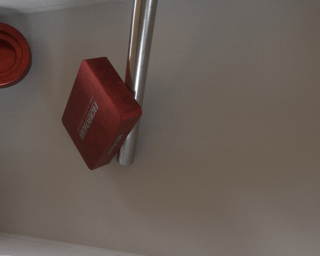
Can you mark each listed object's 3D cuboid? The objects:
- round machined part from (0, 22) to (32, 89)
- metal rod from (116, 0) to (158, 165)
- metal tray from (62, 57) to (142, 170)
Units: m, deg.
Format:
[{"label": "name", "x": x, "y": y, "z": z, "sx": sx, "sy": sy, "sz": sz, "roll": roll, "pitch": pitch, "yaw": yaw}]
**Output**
[{"label": "round machined part", "x": -0.247, "y": -0.107, "z": 0.470, "sx": 0.099, "sy": 0.042, "sz": 0.097, "roll": 2, "pitch": 82, "yaw": -15}, {"label": "metal rod", "x": -0.024, "y": -0.080, "z": 0.349, "sx": 0.025, "sy": 0.025, "sz": 0.298, "roll": 23, "pitch": 124, "yaw": 18}, {"label": "metal tray", "x": -0.080, "y": -0.015, "z": 0.396, "sx": 0.090, "sy": 0.030, "sz": 0.129, "roll": 56, "pitch": 139, "yaw": 16}]
